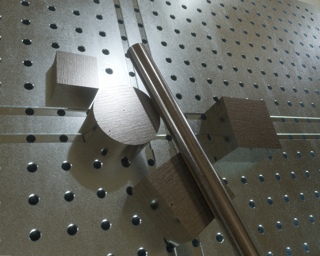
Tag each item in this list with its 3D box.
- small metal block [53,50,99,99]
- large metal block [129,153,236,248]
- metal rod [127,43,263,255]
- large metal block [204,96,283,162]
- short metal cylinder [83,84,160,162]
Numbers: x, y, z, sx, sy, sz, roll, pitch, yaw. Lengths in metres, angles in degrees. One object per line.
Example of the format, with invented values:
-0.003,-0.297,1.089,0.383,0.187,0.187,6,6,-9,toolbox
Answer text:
-0.107,-0.067,0.392,0.050,0.025,0.050,5,60,-26,small metal block
0.026,0.077,0.361,0.081,0.050,0.080,-32,80,-38,large metal block
0.037,0.028,0.348,0.025,0.025,0.299,-16,70,-35,metal rod
0.120,0.004,0.457,0.081,0.050,0.080,4,60,-27,large metal block
-0.047,-0.005,0.371,0.081,0.050,0.080,14,56,-21,short metal cylinder
